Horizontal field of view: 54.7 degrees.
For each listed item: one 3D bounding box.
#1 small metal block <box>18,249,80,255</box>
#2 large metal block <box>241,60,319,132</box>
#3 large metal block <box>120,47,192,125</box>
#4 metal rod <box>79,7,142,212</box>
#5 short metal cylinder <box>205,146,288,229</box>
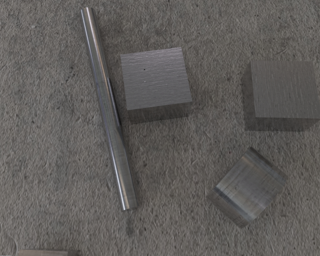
[{"bbox_3d":[-0.121,0.147,0.340,0.050,0.050,0.025,2,70,1],"label":"small metal block"},{"bbox_3d":[0.157,-0.041,0.411,0.080,0.050,0.080,1,70,0],"label":"large metal block"},{"bbox_3d":[-0.006,-0.056,0.415,0.081,0.050,0.080,-8,70,-3],"label":"large metal block"},{"bbox_3d":[-0.072,-0.039,0.421,0.025,0.025,0.299,-14,71,-5],"label":"metal rod"},{"bbox_3d":[0.098,0.067,0.355,0.050,0.080,0.080,42,75,13],"label":"short metal cylinder"}]
